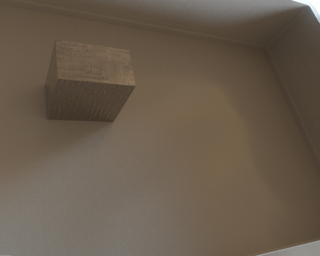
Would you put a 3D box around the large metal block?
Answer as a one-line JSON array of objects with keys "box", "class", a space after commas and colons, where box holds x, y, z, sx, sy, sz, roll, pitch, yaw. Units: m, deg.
[{"box": [-0.083, -0.049, 0.355, 0.081, 0.080, 0.050, 2, 61, -27], "class": "large metal block"}]
